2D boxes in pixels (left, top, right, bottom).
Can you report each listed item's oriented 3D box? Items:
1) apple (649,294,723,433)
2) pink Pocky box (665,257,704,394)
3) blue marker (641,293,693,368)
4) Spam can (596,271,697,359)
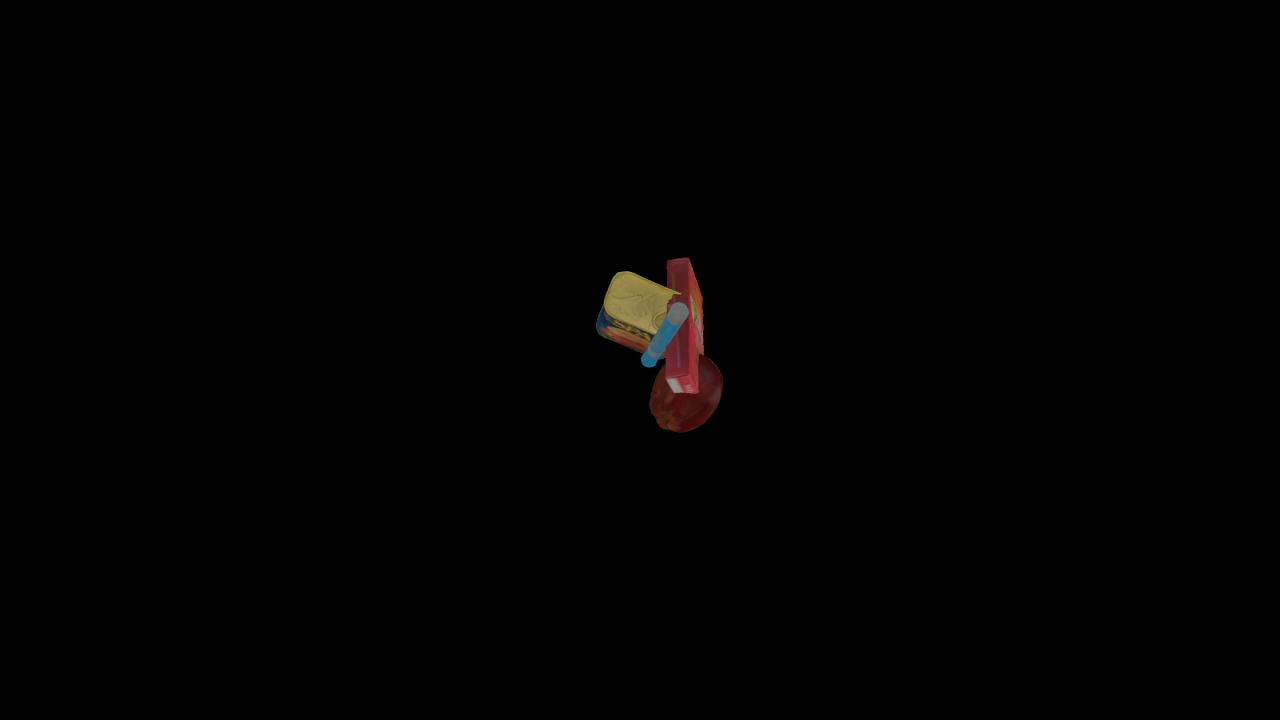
[{"bbox_3d":[0.053,0.037,0.690,0.079,0.079,0.093,0,43,41],"label":"apple"},{"bbox_3d":[0.052,-0.030,0.693,0.029,0.155,0.084,-7,-31,15],"label":"pink Pocky box"},{"bbox_3d":[0.024,-0.022,0.646,0.020,0.020,0.121,0,-25,-16],"label":"blue marker"},{"bbox_3d":[0.004,-0.047,0.700,0.101,0.058,0.085,23,-17,-6],"label":"Spam can"}]
